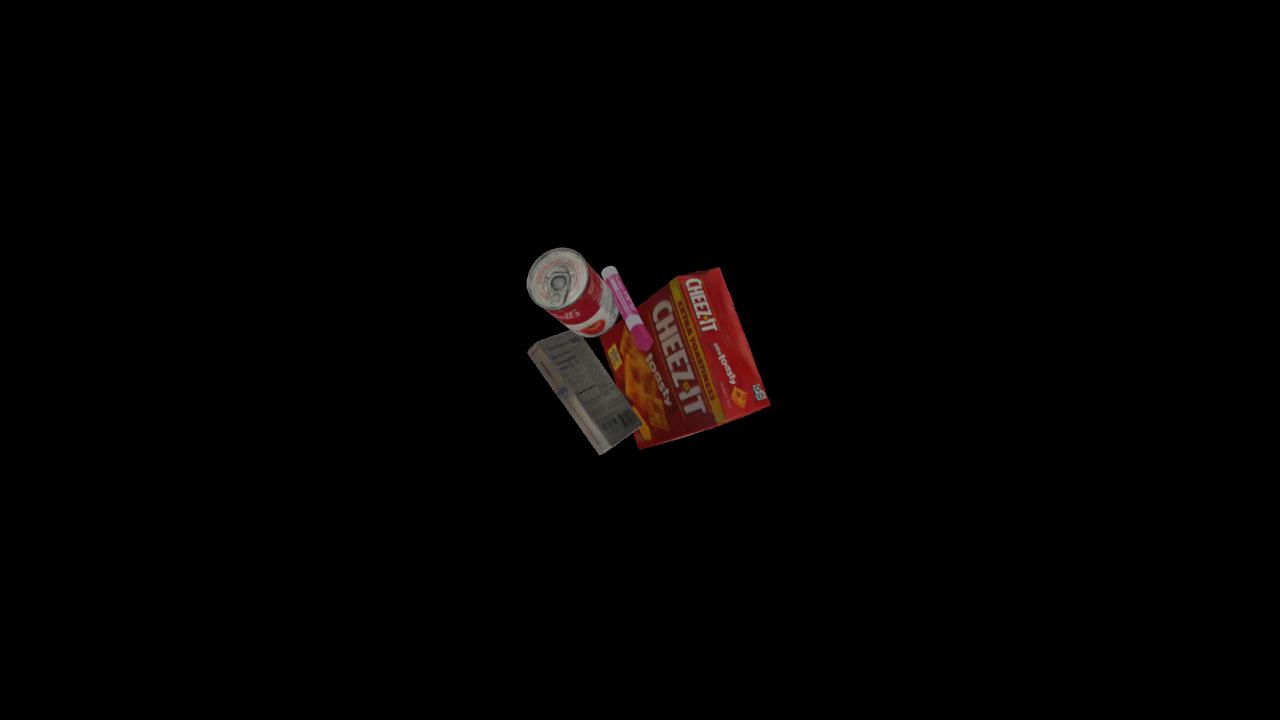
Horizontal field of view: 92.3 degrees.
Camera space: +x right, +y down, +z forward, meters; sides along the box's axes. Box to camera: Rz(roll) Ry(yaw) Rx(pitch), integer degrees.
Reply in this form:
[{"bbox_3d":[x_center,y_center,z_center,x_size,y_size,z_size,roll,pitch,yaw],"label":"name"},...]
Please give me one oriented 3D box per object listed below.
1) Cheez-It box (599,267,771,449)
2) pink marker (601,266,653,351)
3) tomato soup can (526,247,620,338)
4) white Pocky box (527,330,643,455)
[{"bbox_3d":[0.044,0.009,0.744,0.071,0.166,0.223,-16,-8,-29],"label":"Cheez-It box"},{"bbox_3d":[-0.014,-0.057,0.669,0.020,0.121,0.020,-17,-36,-13],"label":"pink marker"},{"bbox_3d":[-0.068,-0.069,0.659,0.068,0.068,0.101,0,-15,17],"label":"tomato soup can"},{"bbox_3d":[-0.065,0.036,0.759,0.028,0.154,0.084,-39,-7,33],"label":"white Pocky box"}]
